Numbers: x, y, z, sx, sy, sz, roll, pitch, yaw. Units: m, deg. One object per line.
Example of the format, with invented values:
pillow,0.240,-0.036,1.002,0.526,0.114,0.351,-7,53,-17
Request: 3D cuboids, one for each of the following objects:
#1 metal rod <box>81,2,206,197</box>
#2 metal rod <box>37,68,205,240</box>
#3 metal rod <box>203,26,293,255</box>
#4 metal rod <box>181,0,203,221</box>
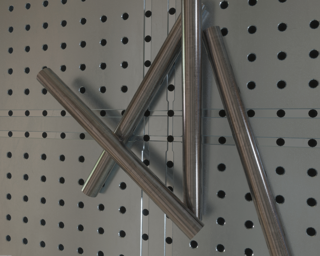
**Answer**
metal rod,-0.027,-0.034,0.422,0.025,0.025,0.299,34,101,17
metal rod,-0.061,0.024,0.406,0.300,0.025,0.025,44,104,14
metal rod,0.105,0.020,0.375,0.025,0.025,0.299,-18,84,19
metal rod,0.040,-0.032,0.383,0.025,0.025,0.298,1,96,20
